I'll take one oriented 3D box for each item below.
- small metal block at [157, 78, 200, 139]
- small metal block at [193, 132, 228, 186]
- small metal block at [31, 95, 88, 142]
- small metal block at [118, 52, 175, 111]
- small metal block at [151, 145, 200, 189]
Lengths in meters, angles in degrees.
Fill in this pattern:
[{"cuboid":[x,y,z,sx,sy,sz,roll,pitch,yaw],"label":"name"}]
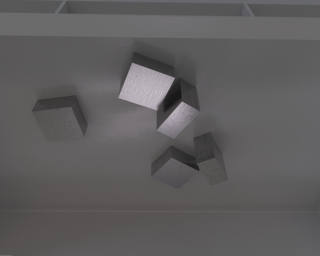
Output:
[{"cuboid":[0.020,-0.024,0.372,0.025,0.050,0.050,27,125,-21],"label":"small metal block"},{"cuboid":[0.070,0.043,0.429,0.025,0.050,0.050,-22,127,17],"label":"small metal block"},{"cuboid":[-0.127,-0.012,0.398,0.050,0.025,0.050,-7,130,5],"label":"small metal block"},{"cuboid":[-0.016,-0.054,0.363,0.050,0.025,0.050,17,128,-15],"label":"small metal block"},{"cuboid":[0.022,0.059,0.460,0.050,0.025,0.050,28,125,-22],"label":"small metal block"}]
